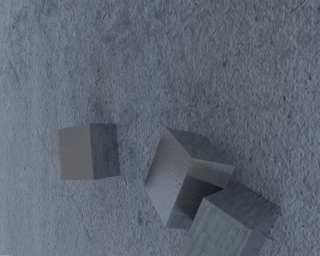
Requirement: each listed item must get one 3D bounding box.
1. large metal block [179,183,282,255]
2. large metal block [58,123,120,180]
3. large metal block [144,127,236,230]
[{"bbox_3d":[0.069,0.109,0.311,0.050,0.081,0.079,30,109,33],"label":"large metal block"},{"bbox_3d":[-0.111,0.037,0.480,0.080,0.050,0.080,-9,85,39],"label":"large metal block"},{"bbox_3d":[0.028,0.054,0.345,0.079,0.050,0.080,-70,25,16],"label":"large metal block"}]
